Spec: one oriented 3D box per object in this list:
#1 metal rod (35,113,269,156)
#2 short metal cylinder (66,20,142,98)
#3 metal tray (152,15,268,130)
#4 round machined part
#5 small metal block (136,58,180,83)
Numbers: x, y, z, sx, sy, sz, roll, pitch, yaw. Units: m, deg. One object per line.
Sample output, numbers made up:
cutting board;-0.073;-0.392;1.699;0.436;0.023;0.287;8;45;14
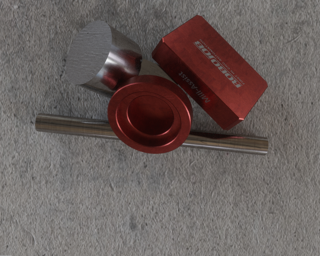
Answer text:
metal rod;-0.010;0.008;0.411;0.302;0.025;0.025;6;90;-1
short metal cylinder;-0.069;-0.082;0.378;0.080;0.050;0.080;-13;68;35
metal tray;0.064;-0.071;0.384;0.130;0.030;0.090;45;51;0
round machined part;-0.009;-0.020;0.372;0.098;0.042;0.097;7;126;10
small metal block;-0.002;-0.062;0.397;0.050;0.050;0.025;24;90;0
